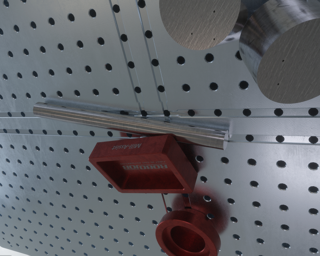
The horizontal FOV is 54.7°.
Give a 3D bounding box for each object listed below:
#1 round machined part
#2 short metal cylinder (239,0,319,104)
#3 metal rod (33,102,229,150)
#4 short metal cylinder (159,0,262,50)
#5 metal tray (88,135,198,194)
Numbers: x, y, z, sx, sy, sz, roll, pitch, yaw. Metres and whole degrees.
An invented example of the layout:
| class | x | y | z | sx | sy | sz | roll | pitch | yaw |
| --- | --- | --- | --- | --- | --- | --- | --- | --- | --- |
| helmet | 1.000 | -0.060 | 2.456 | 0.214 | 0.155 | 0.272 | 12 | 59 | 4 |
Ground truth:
| class | x | y | z | sx | sy | sz | roll | pitch | yaw |
| --- | --- | --- | --- | --- | --- | --- | --- | --- | --- |
| round machined part | 0.046 | 0.164 | 0.477 | 0.098 | 0.042 | 0.097 | 13 | 124 | 21 |
| short metal cylinder | 0.116 | -0.068 | 0.269 | 0.081 | 0.050 | 0.079 | -5 | 133 | -5 |
| metal rod | -0.056 | -0.007 | 0.436 | 0.301 | 0.025 | 0.025 | 9 | 123 | 23 |
| short metal cylinder | 0.047 | -0.116 | 0.287 | 0.080 | 0.050 | 0.079 | 16 | 118 | 32 |
| metal tray | -0.024 | 0.055 | 0.436 | 0.130 | 0.030 | 0.090 | -7 | 134 | 32 |
